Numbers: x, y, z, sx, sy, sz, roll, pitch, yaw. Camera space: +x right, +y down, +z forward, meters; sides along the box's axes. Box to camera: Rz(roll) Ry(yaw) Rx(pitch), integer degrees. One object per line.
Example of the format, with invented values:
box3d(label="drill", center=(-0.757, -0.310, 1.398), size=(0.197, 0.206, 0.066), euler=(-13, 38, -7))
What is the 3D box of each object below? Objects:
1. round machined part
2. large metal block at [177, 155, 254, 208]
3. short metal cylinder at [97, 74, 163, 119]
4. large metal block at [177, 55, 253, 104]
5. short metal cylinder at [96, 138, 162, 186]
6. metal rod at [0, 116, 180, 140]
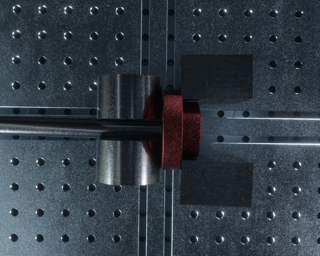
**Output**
box3d(label="round machined part", center=(0.025, 0.002, 0.376), size=(0.042, 0.098, 0.097), euler=(1, 90, 0))
box3d(label="large metal block", center=(0.064, 0.062, 0.387), size=(0.080, 0.080, 0.050), euler=(3, 90, 0))
box3d(label="short metal cylinder", center=(-0.037, -0.036, 0.385), size=(0.081, 0.080, 0.050), euler=(1, 91, 0))
box3d(label="large metal block", center=(0.064, -0.058, 0.387), size=(0.081, 0.080, 0.050), euler=(0, 90, 0))
box3d(label="short metal cylinder", center=(-0.038, 0.039, 0.385), size=(0.081, 0.080, 0.050), euler=(1, 91, 0))
box3d(label="metal rod", center=(-0.120, -0.001, 0.401), size=(0.302, 0.025, 0.025), euler=(2, 90, 4))
